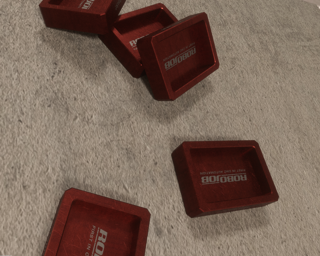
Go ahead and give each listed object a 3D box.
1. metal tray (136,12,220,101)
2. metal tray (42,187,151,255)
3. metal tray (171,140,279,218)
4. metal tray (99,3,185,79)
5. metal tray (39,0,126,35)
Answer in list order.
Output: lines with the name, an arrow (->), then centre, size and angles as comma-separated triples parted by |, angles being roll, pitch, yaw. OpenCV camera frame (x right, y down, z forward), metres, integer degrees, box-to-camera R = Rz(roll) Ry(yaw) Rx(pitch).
metal tray -> 0.032, -0.106, 0.452 | 0.131, 0.030, 0.090 | -38, 119, -37
metal tray -> -0.064, 0.130, 0.287 | 0.091, 0.030, 0.130 | 21, 54, -17
metal tray -> 0.087, 0.063, 0.410 | 0.131, 0.030, 0.090 | 0, 62, -28
metal tray -> -0.016, -0.139, 0.477 | 0.090, 0.030, 0.131 | 50, 51, 6
metal tray -> -0.099, -0.188, 0.440 | 0.090, 0.030, 0.130 | 10, 53, 7
